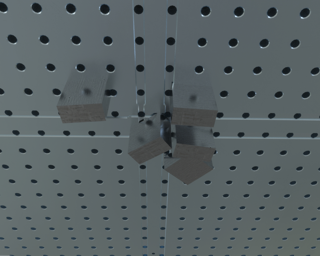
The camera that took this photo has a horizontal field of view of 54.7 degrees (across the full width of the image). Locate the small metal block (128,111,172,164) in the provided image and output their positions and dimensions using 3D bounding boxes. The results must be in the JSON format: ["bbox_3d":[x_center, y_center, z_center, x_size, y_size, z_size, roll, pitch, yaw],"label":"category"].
[{"bbox_3d":[-0.013,0.013,0.406,0.050,0.050,0.025,-28,125,21],"label":"small metal block"}]

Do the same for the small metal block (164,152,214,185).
[{"bbox_3d":[0.042,0.052,0.457,0.050,0.025,0.050,37,121,-28],"label":"small metal block"}]

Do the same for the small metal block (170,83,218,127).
[{"bbox_3d":[0.039,-0.028,0.372,0.050,0.050,0.025,4,130,-4],"label":"small metal block"}]

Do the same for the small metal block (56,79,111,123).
[{"bbox_3d":[-0.088,-0.032,0.367,0.050,0.050,0.025,-3,130,2],"label":"small metal block"}]

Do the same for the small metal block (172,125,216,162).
[{"bbox_3d":[0.043,0.015,0.409,0.050,0.050,0.025,8,130,-7],"label":"small metal block"}]
